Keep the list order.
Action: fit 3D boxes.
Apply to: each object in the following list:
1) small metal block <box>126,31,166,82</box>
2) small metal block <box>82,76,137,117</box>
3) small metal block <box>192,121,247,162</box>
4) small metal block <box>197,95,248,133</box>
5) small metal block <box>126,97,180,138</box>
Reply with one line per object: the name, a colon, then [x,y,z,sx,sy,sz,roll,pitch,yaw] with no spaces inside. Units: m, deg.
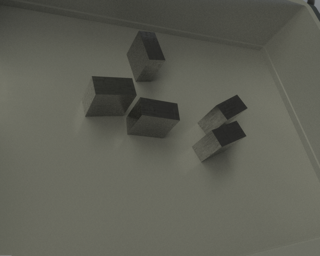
small metal block: [-0.021,-0.101,0.441,0.025,0.050,0.050,-5,64,-31]
small metal block: [-0.063,-0.037,0.380,0.050,0.050,0.025,-2,63,-30]
small metal block: [0.080,0.018,0.424,0.050,0.050,0.025,-18,72,-35]
small metal block: [0.091,-0.018,0.452,0.050,0.050,0.025,-27,77,-37]
small metal block: [-0.010,-0.011,0.393,0.050,0.050,0.025,7,59,-25]
